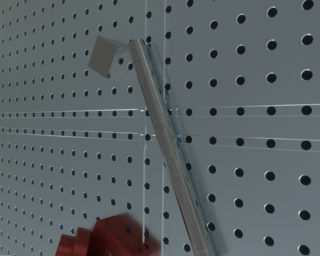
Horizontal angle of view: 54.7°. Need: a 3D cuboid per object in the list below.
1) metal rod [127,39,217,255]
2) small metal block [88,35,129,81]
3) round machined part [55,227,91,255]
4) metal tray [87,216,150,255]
[{"bbox_3d":[0.011,0.019,0.398,0.025,0.025,0.299,-29,72,36],"label":"metal rod"},{"bbox_3d":[-0.078,-0.106,0.472,0.050,0.025,0.050,35,112,34],"label":"small metal block"},{"bbox_3d":[-0.141,0.202,0.478,0.098,0.042,0.097,-162,89,-78],"label":"round machined part"},{"bbox_3d":[-0.075,0.212,0.465,0.090,0.030,0.129,32,109,35],"label":"metal tray"}]
